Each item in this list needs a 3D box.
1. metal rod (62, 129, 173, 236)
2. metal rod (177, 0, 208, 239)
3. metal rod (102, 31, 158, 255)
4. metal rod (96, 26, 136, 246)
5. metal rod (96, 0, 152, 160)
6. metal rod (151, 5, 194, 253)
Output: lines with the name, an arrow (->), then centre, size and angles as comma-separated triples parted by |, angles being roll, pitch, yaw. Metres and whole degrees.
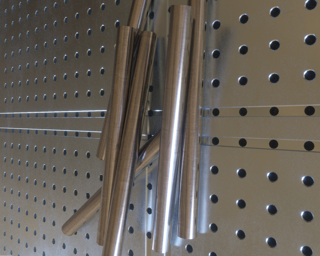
metal rod -> -0.069, 0.087, 0.467 | 0.299, 0.025, 0.025 | -45, 63, 31
metal rod -> 0.039, -0.017, 0.377 | 0.025, 0.025, 0.298 | 4, 93, 40
metal rod -> -0.039, 0.019, 0.412 | 0.025, 0.025, 0.299 | 6, 85, 40
metal rod -> -0.061, 0.014, 0.427 | 0.025, 0.025, 0.298 | 10, 96, 39
metal rod -> -0.048, -0.095, 0.450 | 0.025, 0.025, 0.298 | 25, 106, 37
metal rod -> 0.013, 0.013, 0.371 | 0.025, 0.025, 0.298 | 16, 109, 39
